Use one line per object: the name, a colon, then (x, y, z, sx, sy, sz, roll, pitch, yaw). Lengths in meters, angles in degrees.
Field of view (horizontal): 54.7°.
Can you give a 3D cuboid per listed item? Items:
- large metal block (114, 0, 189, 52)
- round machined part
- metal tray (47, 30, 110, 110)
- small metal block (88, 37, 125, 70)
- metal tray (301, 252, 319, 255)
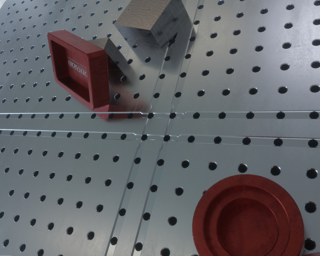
large metal block: (-0.014, -0.178, 0.509, 0.080, 0.050, 0.080, 22, 73, 36)
round machined part: (0.084, 0.097, 0.294, 0.098, 0.042, 0.098, -13, 56, 21)
metal tray: (-0.130, -0.095, 0.492, 0.030, 0.089, 0.130, -25, 42, -34)
small metal block: (-0.096, -0.122, 0.517, 0.050, 0.050, 0.025, 1, 62, 28)
metal tray: (0.100, 0.167, 0.221, 0.090, 0.030, 0.129, -21, 75, 16)
